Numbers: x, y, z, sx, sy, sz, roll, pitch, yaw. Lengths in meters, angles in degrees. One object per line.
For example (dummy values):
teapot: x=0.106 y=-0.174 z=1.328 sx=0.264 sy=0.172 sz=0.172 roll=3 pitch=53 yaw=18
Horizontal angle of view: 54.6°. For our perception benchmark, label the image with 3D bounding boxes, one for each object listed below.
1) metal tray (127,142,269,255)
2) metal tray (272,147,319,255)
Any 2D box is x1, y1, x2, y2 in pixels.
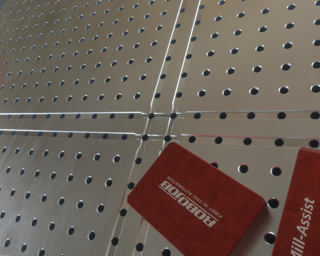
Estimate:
metal tray: x=0.036 y=0.083 z=0.336 sx=0.130 sy=0.030 sz=0.090 roll=32 pitch=79 yaw=38
metal tray: x=0.117 y=0.092 z=0.248 sx=0.030 sy=0.090 sz=0.130 roll=11 pitch=67 yaw=33
